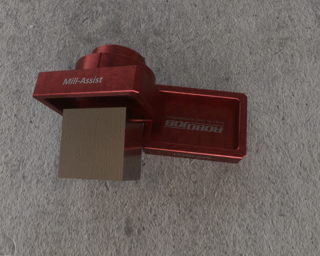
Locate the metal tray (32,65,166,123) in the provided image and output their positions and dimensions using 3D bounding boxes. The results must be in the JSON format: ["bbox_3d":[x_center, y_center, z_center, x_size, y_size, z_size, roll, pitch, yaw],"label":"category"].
[{"bbox_3d":[-0.068,-0.035,0.369,0.130,0.090,0.030,0,70,19],"label":"metal tray"}]

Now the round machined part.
[{"bbox_3d":[-0.054,-0.066,0.383,0.099,0.098,0.042,6,70,2],"label":"round machined part"}]

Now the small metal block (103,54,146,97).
[{"bbox_3d":[-0.049,-0.074,0.436,0.050,0.025,0.050,6,70,2],"label":"small metal block"}]

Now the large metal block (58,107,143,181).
[{"bbox_3d":[-0.068,0.020,0.368,0.080,0.050,0.080,0,82,18],"label":"large metal block"}]

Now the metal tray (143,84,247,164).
[{"bbox_3d":[0.046,-0.006,0.409,0.131,0.030,0.090,6,70,2],"label":"metal tray"}]
